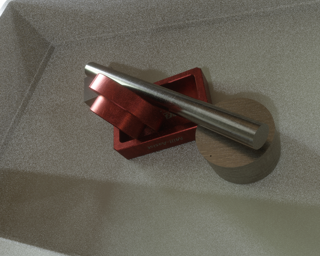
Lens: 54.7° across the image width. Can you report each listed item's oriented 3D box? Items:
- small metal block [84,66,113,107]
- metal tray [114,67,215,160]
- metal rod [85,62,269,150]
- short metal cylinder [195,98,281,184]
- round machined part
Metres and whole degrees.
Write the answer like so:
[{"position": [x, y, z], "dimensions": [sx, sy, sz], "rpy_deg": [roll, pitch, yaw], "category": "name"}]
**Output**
[{"position": [-0.091, -0.062, 0.488], "dimensions": [0.050, 0.025, 0.050], "rpy_deg": [-20, 54, 16], "category": "small metal block"}, {"position": [0.003, -0.019, 0.408], "dimensions": [0.130, 0.030, 0.090], "rpy_deg": [-17, 55, 17], "category": "metal tray"}, {"position": [-0.008, -0.041, 0.379], "dimensions": [0.300, 0.025, 0.025], "rpy_deg": [27, 76, 43], "category": "metal rod"}, {"position": [0.085, 0.014, 0.334], "dimensions": [0.080, 0.050, 0.080], "rpy_deg": [-13, 56, 20], "category": "short metal cylinder"}, {"position": [-0.045, -0.021, 0.375], "dimensions": [0.098, 0.098, 0.042], "rpy_deg": [31, 87, 37], "category": "round machined part"}]
